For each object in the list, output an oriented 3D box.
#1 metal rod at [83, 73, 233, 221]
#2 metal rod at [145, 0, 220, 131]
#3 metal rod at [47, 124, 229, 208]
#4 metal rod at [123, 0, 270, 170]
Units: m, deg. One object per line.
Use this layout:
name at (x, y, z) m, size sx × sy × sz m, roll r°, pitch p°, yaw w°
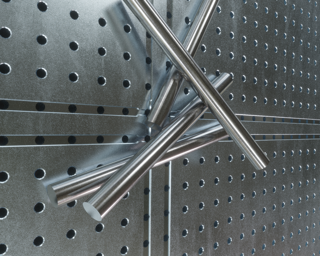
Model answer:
metal rod at (0.019, 0.003, 0.401) m, size 0.302 × 0.025 × 0.025 m, roll -43°, pitch 116°, yaw -39°
metal rod at (0.050, -0.132, 0.449) m, size 0.025 × 0.025 × 0.300 m, roll 37°, pitch 67°, yaw -34°
metal rod at (0.003, 0.035, 0.410) m, size 0.302 × 0.025 × 0.025 m, roll -17°, pitch 101°, yaw -39°
metal rod at (0.058, -0.054, 0.416) m, size 0.300 × 0.025 × 0.025 m, roll 49°, pitch 61°, yaw -18°
